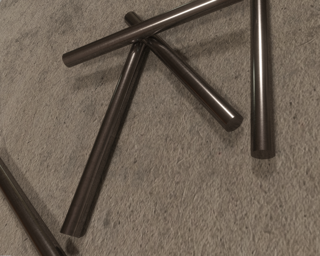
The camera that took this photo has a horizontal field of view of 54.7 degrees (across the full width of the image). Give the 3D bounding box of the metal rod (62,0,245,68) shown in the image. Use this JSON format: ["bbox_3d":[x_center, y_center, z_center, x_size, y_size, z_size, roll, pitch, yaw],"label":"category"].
[{"bbox_3d":[-0.024,-0.150,0.473,0.300,0.025,0.025,-14,56,22],"label":"metal rod"}]

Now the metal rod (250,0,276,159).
[{"bbox_3d":[0.129,-0.103,0.398,0.025,0.025,0.299,-5,59,25],"label":"metal rod"}]

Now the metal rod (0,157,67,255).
[{"bbox_3d":[-0.191,0.113,0.431,0.300,0.025,0.025,34,81,38],"label":"metal rod"}]

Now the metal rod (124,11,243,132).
[{"bbox_3d":[0.018,-0.100,0.454,0.025,0.025,0.300,-38,51,2],"label":"metal rod"}]

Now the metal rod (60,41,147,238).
[{"bbox_3d":[-0.072,0.000,0.439,0.025,0.025,0.300,2,63,29],"label":"metal rod"}]
